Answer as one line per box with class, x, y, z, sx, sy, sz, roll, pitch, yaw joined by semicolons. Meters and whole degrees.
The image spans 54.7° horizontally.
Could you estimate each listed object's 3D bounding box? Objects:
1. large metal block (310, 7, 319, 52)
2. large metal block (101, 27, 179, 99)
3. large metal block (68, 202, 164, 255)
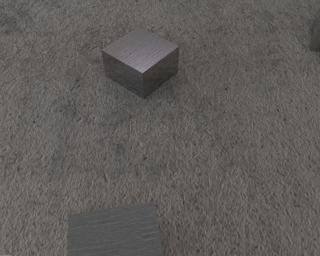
large metal block;0.309;-0.168;0.530;0.080;0.050;0.080;16;52;12
large metal block;-0.028;-0.101;0.471;0.080;0.050;0.080;33;57;24
large metal block;-0.038;0.121;0.285;0.081;0.050;0.080;-7;50;-6
